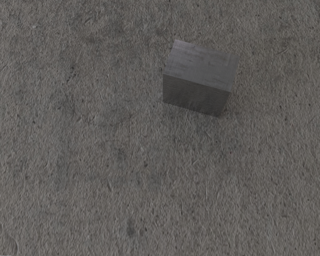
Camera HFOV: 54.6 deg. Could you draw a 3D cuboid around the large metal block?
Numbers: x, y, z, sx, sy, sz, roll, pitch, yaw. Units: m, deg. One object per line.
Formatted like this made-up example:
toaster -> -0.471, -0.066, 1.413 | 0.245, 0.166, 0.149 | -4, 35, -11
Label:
large metal block -> 0.049, -0.061, 0.402 | 0.080, 0.080, 0.050 | 16, 71, 6
